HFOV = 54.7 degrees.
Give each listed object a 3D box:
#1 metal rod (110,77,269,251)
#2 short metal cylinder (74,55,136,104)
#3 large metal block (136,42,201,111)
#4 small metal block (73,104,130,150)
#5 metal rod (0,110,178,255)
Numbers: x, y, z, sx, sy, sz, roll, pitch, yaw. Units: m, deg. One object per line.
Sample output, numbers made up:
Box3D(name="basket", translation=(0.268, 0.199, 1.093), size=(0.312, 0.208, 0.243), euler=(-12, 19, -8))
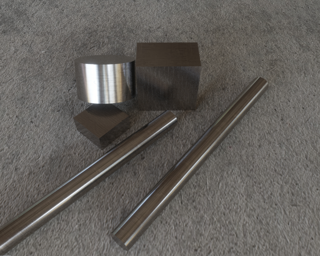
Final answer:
Box3D(name="metal rod", translation=(0.054, 0.024, 0.383), size=(0.025, 0.025, 0.301), euler=(32, 57, 24))
Box3D(name="short metal cylinder", translation=(-0.073, -0.069, 0.423), size=(0.081, 0.050, 0.080), euler=(1, 22, 0))
Box3D(name="large metal block", translation=(0.010, -0.069, 0.426), size=(0.081, 0.080, 0.050), euler=(-1, 50, -1))
Box3D(name="small metal block", translation=(-0.076, -0.006, 0.408), size=(0.050, 0.025, 0.050), euler=(35, 58, 25))
Box3D(name="metal rod", translation=(-0.094, 0.066, 0.346), size=(0.302, 0.025, 0.025), euler=(-36, 59, -27))
